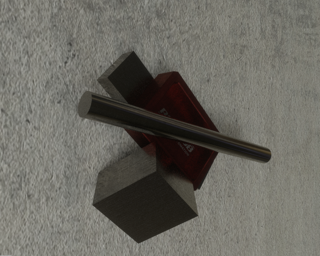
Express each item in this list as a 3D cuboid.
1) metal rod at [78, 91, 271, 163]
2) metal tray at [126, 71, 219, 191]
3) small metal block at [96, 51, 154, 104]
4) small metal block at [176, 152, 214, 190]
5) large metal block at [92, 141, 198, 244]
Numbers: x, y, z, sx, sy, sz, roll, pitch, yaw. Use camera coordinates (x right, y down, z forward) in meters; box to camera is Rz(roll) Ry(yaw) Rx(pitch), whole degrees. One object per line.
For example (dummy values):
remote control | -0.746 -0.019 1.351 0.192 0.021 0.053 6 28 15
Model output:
metal rod | 0.045 0.010 0.374 0.302 0.025 0.025 16 80 -39
metal tray | 0.022 0.006 0.390 0.130 0.030 0.090 51 60 -28
small metal block | -0.039 -0.056 0.375 0.050 0.025 0.050 52 59 -28
small metal block | 0.045 0.053 0.446 0.050 0.025 0.050 46 62 -31
large metal block | -0.015 0.074 0.349 0.080 0.080 0.050 51 18 -28
